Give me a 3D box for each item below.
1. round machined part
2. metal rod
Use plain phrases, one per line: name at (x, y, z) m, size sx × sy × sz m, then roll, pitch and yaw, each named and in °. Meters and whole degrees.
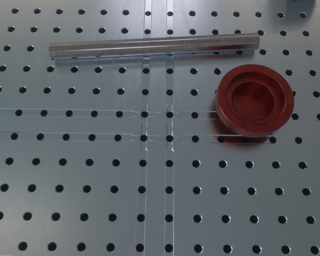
round machined part at (0.123, -0.033, 0.416) m, size 0.099 × 0.042 × 0.098 m, roll 0°, pitch 70°, yaw 0°
metal rod at (-0.007, -0.120, 0.455) m, size 0.302 × 0.025 × 0.025 m, roll -3°, pitch 70°, yaw -2°
